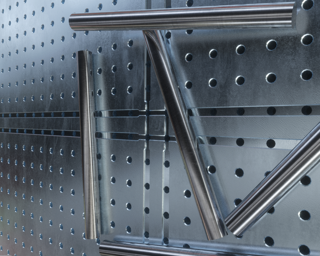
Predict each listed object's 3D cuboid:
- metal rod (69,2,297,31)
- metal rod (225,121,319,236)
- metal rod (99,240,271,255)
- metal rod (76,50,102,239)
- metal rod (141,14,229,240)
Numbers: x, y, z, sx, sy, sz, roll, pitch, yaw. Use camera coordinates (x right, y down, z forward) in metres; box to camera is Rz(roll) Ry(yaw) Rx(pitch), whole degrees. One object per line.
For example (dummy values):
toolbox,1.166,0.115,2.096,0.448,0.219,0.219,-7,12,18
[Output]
metal rod,0.003,-0.132,0.377,0.300,0.025,0.025,10,97,30
metal rod,0.159,-0.003,0.277,0.025,0.025,0.298,49,119,28
metal rod,0.031,0.161,0.382,0.300,0.025,0.025,-12,83,39
metal rod,-0.115,0.025,0.501,0.025,0.025,0.298,-6,86,39
metal rod,0.024,-0.015,0.387,0.025,0.025,0.299,-27,73,36
